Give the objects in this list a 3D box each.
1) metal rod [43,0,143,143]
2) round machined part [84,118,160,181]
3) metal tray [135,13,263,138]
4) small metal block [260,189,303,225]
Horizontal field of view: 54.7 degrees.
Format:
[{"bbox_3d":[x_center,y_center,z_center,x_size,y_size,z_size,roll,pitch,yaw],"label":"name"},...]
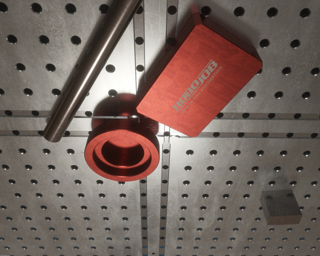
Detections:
[{"bbox_3d":[-0.064,-0.086,0.337,0.025,0.025,0.298,26,125,-21],"label":"metal rod"},{"bbox_3d":[-0.050,0.026,0.422,0.099,0.042,0.097,-1,130,0],"label":"round machined part"},{"bbox_3d":[0.041,-0.054,0.363,0.090,0.030,0.129,25,126,-21],"label":"metal tray"},{"bbox_3d":[0.198,0.130,0.509,0.050,0.050,0.025,-3,130,2],"label":"small metal block"}]
